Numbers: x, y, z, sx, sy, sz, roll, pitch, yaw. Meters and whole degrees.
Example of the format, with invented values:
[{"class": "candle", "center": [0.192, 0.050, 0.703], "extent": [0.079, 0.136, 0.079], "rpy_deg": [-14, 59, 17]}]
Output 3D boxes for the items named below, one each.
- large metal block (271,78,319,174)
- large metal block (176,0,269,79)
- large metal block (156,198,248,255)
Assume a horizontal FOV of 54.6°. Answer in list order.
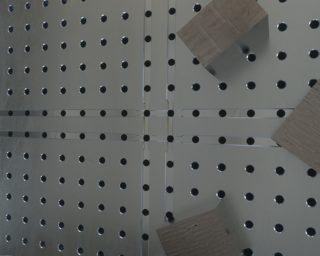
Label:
[{"class": "large metal block", "center": [0.180, 0.004, 0.336], "extent": [0.080, 0.050, 0.080], "rpy_deg": [39, 102, 16]}, {"class": "large metal block", "center": [0.075, -0.107, 0.357], "extent": [0.080, 0.080, 0.050], "rpy_deg": [-39, 78, 16]}, {"class": "large metal block", "center": [0.053, 0.143, 0.381], "extent": [0.080, 0.050, 0.080], "rpy_deg": [-26, 82, 18]}]
